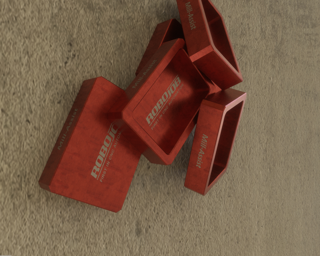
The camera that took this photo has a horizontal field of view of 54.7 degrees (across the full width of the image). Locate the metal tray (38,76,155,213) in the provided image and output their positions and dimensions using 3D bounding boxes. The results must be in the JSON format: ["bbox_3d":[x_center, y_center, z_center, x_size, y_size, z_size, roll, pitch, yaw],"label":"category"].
[{"bbox_3d":[-0.065,0.019,0.349,0.090,0.030,0.130,31,71,-36],"label":"metal tray"}]

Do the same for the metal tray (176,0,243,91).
[{"bbox_3d":[0.065,-0.125,0.415,0.090,0.030,0.130,29,44,-47],"label":"metal tray"}]

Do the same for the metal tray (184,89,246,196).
[{"bbox_3d":[0.076,0.017,0.425,0.091,0.030,0.129,-29,133,-53],"label":"metal tray"}]

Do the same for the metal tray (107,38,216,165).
[{"bbox_3d":[0.008,-0.032,0.373,0.090,0.030,0.130,49,61,-29],"label":"metal tray"}]

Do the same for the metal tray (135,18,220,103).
[{"bbox_3d":[0.036,-0.076,0.435,0.130,0.030,0.090,34,69,-35],"label":"metal tray"}]
